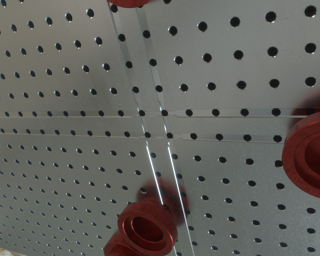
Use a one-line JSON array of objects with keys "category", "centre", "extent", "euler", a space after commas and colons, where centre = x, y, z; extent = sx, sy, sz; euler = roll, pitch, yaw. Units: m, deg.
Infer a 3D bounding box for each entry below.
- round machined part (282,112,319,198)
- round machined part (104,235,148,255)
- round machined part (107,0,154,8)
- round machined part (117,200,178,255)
[{"category": "round machined part", "centre": [0.181, 0.025, 0.320], "extent": [0.098, 0.042, 0.097], "euler": [13, 124, 20]}, {"category": "round machined part", "centre": [-0.066, 0.256, 0.591], "extent": [0.098, 0.042, 0.097], "euler": [13, 124, 20]}, {"category": "round machined part", "centre": [-0.037, -0.172, 0.312], "extent": [0.098, 0.042, 0.097], "euler": [13, 124, 20]}, {"category": "round machined part", "centre": [-0.016, 0.158, 0.505], "extent": [0.098, 0.042, 0.097], "euler": [13, 124, 20]}]
